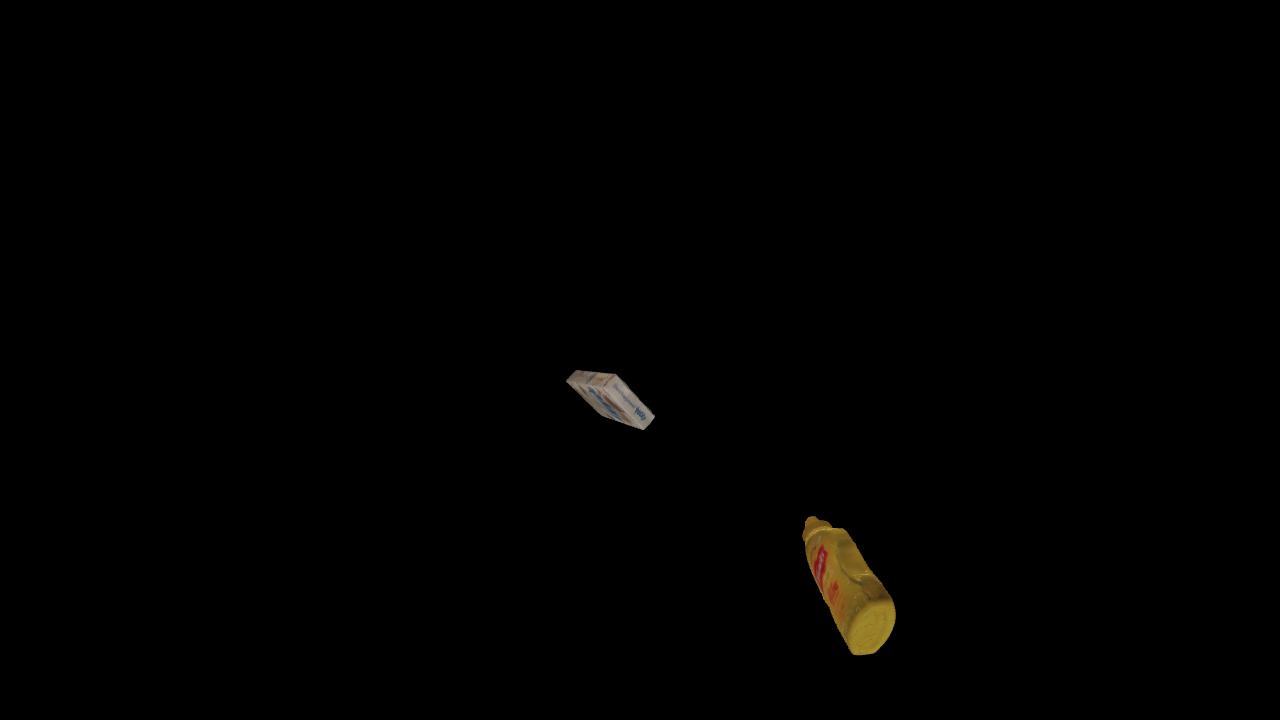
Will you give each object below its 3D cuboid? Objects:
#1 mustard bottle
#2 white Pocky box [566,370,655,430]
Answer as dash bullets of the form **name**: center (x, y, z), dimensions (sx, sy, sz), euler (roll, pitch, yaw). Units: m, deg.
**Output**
- **mustard bottle**: center (0.249, 0.262, 0.769), dimensions (0.054, 0.092, 0.184), euler (-5, 27, -7)
- **white Pocky box**: center (-0.043, 0.051, 0.848), dimensions (0.084, 0.028, 0.154), euler (47, -17, -18)
